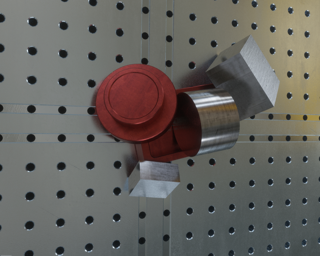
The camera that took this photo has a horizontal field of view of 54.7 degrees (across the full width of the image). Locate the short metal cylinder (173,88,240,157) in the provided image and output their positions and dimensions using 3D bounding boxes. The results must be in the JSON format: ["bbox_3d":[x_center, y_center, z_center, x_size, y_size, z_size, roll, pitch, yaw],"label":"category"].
[{"bbox_3d":[0.054,-0.008,0.386,0.050,0.080,0.079,-10,94,-21],"label":"short metal cylinder"}]

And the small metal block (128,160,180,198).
[{"bbox_3d":[-0.009,0.066,0.390,0.050,0.050,0.025,8,53,-19],"label":"small metal block"}]

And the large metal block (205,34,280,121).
[{"bbox_3d":[0.114,-0.068,0.417,0.080,0.050,0.080,53,38,-13],"label":"large metal block"}]

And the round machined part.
[{"bbox_3d":[-0.029,-0.032,0.369,0.099,0.042,0.098,-1,76,3],"label":"round machined part"}]

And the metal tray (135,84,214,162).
[{"bbox_3d":[0.029,-0.007,0.418,0.131,0.030,0.089,-12,94,-20],"label":"metal tray"}]
